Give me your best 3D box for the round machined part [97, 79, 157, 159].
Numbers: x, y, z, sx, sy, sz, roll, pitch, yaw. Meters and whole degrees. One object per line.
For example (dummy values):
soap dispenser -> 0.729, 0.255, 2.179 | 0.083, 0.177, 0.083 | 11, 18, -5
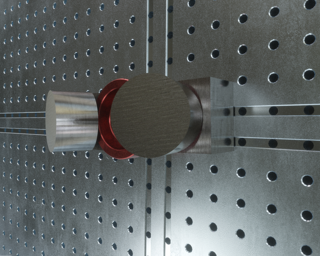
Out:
round machined part -> -0.036, -0.011, 0.390 | 0.098, 0.042, 0.097 | 0, 90, 40

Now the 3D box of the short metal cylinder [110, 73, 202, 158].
short metal cylinder -> -0.002, -0.012, 0.313 | 0.080, 0.050, 0.080 | 0, 90, 20

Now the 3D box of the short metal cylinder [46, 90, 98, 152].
short metal cylinder -> -0.118, -0.009, 0.409 | 0.080, 0.050, 0.079 | 4, 94, 61

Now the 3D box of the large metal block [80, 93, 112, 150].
large metal block -> -0.077, -0.010, 0.457 | 0.080, 0.050, 0.080 | 1, 91, 40

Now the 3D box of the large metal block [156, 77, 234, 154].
large metal block -> 0.037, -0.013, 0.362 | 0.080, 0.050, 0.080 | -1, 90, 40
